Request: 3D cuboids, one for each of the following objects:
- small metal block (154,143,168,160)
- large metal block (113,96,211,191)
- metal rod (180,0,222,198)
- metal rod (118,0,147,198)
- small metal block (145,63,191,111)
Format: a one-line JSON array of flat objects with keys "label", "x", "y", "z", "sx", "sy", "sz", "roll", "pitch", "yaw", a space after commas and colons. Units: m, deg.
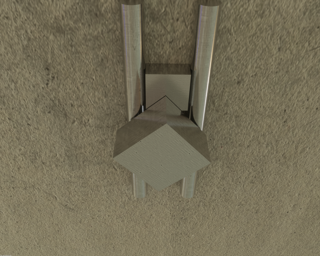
[{"label": "small metal block", "x": 0.007, "y": 0.040, "z": 0.441, "sx": 0.050, "sy": 0.025, "sz": 0.050, "roll": 0, "pitch": 130, "yaw": -1}, {"label": "large metal block", "x": 0.003, "y": 0.022, "z": 0.375, "sx": 0.080, "sy": 0.050, "sz": 0.080, "roll": -33, "pitch": 123, "yaw": 25}, {"label": "metal rod", "x": 0.046, "y": -0.011, "z": 0.401, "sx": 0.025, "sy": 0.025, "sz": 0.298, "roll": 0, "pitch": 130, "yaw": -1}, {"label": "metal rod", "x": -0.030, "y": -0.011, "z": 0.400, "sx": 0.025, "sy": 0.025, "sz": 0.298, "roll": 0, "pitch": 130, "yaw": -1}, {"label": "small metal block", "x": 0.009, "y": -0.048, "z": 0.366, "sx": 0.050, "sy": 0.025, "sz": 0.050, "roll": 0, "pitch": 130, "yaw": -1}]
